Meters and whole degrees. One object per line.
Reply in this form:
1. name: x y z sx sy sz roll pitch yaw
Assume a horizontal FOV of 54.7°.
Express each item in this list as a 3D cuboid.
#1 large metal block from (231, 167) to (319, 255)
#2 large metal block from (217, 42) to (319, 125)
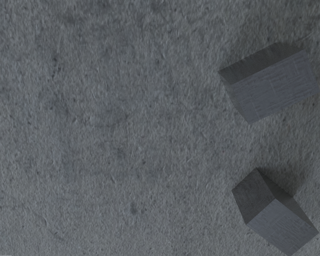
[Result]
1. large metal block: 0.153 0.112 0.424 0.080 0.080 0.050 38 106 -13
2. large metal block: 0.121 -0.055 0.362 0.080 0.080 0.050 -26 108 9
